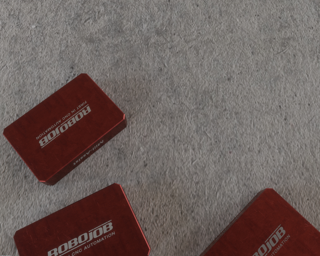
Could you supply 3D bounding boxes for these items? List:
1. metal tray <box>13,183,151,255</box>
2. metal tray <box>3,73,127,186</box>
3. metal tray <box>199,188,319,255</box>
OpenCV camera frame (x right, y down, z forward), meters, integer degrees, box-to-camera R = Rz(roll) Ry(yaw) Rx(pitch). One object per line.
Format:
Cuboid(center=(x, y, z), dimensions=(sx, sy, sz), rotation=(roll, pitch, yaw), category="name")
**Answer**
Cuboid(center=(-0.087, 0.132, 0.356), dimensions=(0.131, 0.030, 0.090), rotation=(-25, 72, -9), category="metal tray")
Cuboid(center=(-0.121, 0.000, 0.405), dimensions=(0.130, 0.030, 0.090), rotation=(-40, 75, -13), category="metal tray")
Cuboid(center=(0.113, 0.145, 0.353), dimensions=(0.130, 0.030, 0.090), rotation=(-42, 75, -14), category="metal tray")
